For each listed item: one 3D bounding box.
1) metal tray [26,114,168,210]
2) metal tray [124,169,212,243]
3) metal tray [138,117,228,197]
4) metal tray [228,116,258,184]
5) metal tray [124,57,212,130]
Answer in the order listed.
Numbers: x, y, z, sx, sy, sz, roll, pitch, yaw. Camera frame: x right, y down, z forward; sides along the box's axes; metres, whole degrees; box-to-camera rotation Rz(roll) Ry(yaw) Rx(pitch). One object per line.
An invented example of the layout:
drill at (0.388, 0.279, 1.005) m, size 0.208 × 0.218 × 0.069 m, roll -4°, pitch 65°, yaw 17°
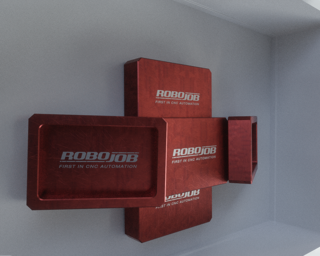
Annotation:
metal tray at (-0.060, 0.033, 0.311) m, size 0.131 × 0.030 × 0.089 m, roll 1°, pitch 90°, yaw -11°
metal tray at (0.015, 0.090, 0.413) m, size 0.131 × 0.030 × 0.089 m, roll -1°, pitch 91°, yaw -40°
metal tray at (0.034, 0.032, 0.391) m, size 0.131 × 0.030 × 0.089 m, roll -2°, pitch 91°, yaw -40°
metal tray at (0.128, 0.027, 0.467) m, size 0.130 × 0.030 × 0.089 m, roll -6°, pitch 95°, yaw -69°
metal tray at (0.015, -0.039, 0.412) m, size 0.131 × 0.030 × 0.089 m, roll -1°, pitch 91°, yaw -40°
